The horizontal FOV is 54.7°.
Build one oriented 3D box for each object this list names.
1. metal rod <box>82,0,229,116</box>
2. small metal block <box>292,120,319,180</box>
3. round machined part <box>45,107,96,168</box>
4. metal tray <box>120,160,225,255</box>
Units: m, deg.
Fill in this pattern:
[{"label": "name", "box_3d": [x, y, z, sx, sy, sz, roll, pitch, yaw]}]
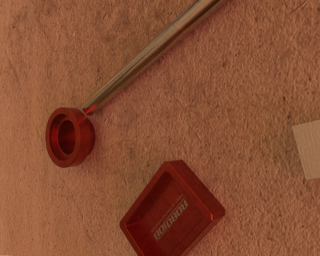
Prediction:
[{"label": "metal rod", "box_3d": [-0.013, -0.099, 0.415, 0.299, 0.025, 0.025, -33, 69, 35]}, {"label": "small metal block", "box_3d": [0.154, 0.017, 0.278, 0.050, 0.025, 0.050, -18, 79, 38]}, {"label": "round machined part", "box_3d": [-0.145, 0.015, 0.513, 0.098, 0.042, 0.097, 0, 90, 40]}, {"label": "metal tray", "box_3d": [0.010, 0.115, 0.393, 0.090, 0.030, 0.129, 49, 119, 28]}]
